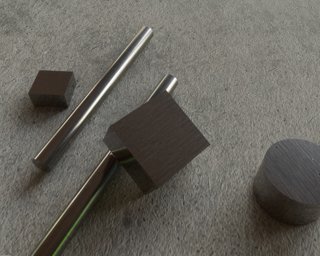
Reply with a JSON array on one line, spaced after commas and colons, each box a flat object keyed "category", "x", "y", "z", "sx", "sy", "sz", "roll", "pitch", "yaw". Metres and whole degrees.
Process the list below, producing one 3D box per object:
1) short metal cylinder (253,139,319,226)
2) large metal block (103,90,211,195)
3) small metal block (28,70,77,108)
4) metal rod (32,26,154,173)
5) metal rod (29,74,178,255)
[{"category": "short metal cylinder", "x": 0.149, "y": 0.058, "z": 0.339, "sx": 0.081, "sy": 0.050, "sz": 0.080, "roll": 0, "pitch": 50, "yaw": 0}, {"category": "large metal block", "x": -0.005, "y": 0.017, "z": 0.353, "sx": 0.080, "sy": 0.050, "sz": 0.080, "roll": -36, "pitch": 85, "yaw": -27}, {"category": "small metal block", "x": -0.155, "y": -0.057, "z": 0.450, "sx": 0.050, "sy": 0.025, "sz": 0.050, "roll": 3, "pitch": 50, "yaw": 2}, {"category": "metal rod", "x": -0.081, "y": -0.061, "z": 0.453, "sx": 0.025, "sy": 0.025, "sz": 0.301, "roll": 18, "pitch": 52, "yaw": 14}, {"category": "metal rod", "x": -0.052, "y": 0.033, "z": 0.375, "sx": 0.025, "sy": 0.025, "sz": 0.301, "roll": 21, "pitch": 53, "yaw": 17}]
